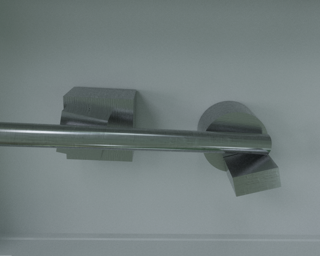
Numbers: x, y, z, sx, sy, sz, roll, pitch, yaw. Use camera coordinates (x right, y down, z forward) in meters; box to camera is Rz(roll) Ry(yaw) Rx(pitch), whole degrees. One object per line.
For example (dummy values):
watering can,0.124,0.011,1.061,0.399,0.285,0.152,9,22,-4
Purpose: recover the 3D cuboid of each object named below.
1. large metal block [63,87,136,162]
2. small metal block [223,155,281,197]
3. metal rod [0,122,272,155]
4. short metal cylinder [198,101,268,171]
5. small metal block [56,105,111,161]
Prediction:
large metal block,-0.073,-0.006,0.392,0.081,0.050,0.079,2,110,-2
small metal block,0.106,0.051,0.362,0.050,0.050,0.025,-14,110,4
metal rod,-0.024,0.012,0.339,0.302,0.025,0.025,3,110,-10
short metal cylinder,0.092,0.010,0.401,0.081,0.050,0.079,0,110,-1
small metal block,-0.088,0.005,0.357,0.050,0.025,0.050,12,109,-5
